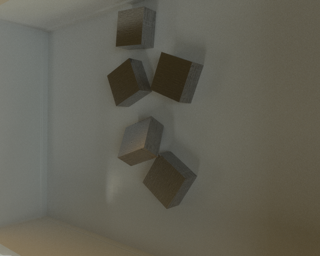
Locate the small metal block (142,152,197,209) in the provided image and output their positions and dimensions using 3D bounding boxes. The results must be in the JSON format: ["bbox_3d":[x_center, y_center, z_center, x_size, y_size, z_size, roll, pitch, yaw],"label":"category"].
[{"bbox_3d":[0.012,0.066,0.397,0.050,0.025,0.050,42,115,32],"label":"small metal block"}]

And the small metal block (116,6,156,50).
[{"bbox_3d":[-0.034,-0.139,0.435,0.050,0.025,0.050,8,95,39],"label":"small metal block"}]

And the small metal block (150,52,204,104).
[{"bbox_3d":[0.020,-0.063,0.390,0.050,0.025,0.050,28,108,36],"label":"small metal block"}]

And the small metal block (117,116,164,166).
[{"bbox_3d":[-0.025,0.018,0.413,0.050,0.025,0.050,-23,42,37],"label":"small metal block"}]

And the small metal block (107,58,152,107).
[{"bbox_3d":[-0.044,-0.064,0.444,0.050,0.025,0.050,-29,72,36],"label":"small metal block"}]
